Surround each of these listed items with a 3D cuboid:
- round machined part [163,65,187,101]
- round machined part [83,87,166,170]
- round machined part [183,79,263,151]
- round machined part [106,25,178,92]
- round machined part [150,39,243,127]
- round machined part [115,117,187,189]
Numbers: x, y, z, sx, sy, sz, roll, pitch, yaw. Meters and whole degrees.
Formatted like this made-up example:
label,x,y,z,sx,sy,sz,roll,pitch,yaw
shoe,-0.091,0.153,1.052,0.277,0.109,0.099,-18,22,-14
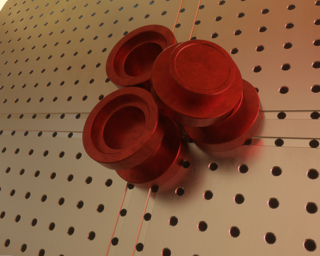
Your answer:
label,x,y,z,sx,sy,sz,roll,pitch,yaw
round machined part,0.002,-0.063,0.437,0.098,0.042,0.098,-13,56,21
round machined part,-0.037,0.004,0.361,0.098,0.042,0.098,-13,56,21
round machined part,0.071,-0.024,0.376,0.098,0.042,0.098,-13,56,21
round machined part,-0.018,-0.083,0.404,0.098,0.042,0.098,-13,56,21
round machined part,0.040,-0.054,0.328,0.099,0.042,0.098,3,65,-6
round machined part,-0.019,0.024,0.395,0.098,0.042,0.098,-13,56,21
